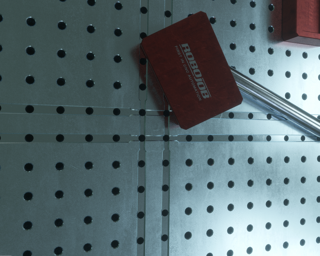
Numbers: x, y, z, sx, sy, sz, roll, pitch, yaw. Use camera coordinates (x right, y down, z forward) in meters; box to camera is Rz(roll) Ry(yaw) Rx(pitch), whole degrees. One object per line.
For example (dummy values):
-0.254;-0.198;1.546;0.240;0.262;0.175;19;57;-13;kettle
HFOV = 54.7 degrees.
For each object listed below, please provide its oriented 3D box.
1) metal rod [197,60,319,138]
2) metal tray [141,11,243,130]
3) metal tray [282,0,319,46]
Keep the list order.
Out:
0.164;-0.046;0.475;0.302;0.025;0.025;25;82;-19;metal rod
0.042;-0.074;0.412;0.090;0.030;0.129;-26;99;1;metal tray
0.246;-0.205;0.502;0.091;0.030;0.129;1;90;-21;metal tray
